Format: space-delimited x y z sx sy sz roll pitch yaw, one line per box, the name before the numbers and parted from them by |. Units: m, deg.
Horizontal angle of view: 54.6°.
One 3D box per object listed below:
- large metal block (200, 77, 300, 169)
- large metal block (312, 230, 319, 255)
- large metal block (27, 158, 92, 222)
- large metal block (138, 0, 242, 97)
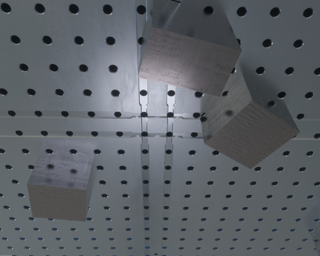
large metal block | 0.110 -0.004 0.392 0.080 0.050 0.080 29 124 -22
large metal block | 0.349 0.213 0.579 0.080 0.050 0.079 6 130 -5
large metal block | -0.150 0.096 0.476 0.080 0.050 0.079 7 130 -6
large metal block | 0.025 -0.082 0.306 0.080 0.080 0.050 12 129 -10
